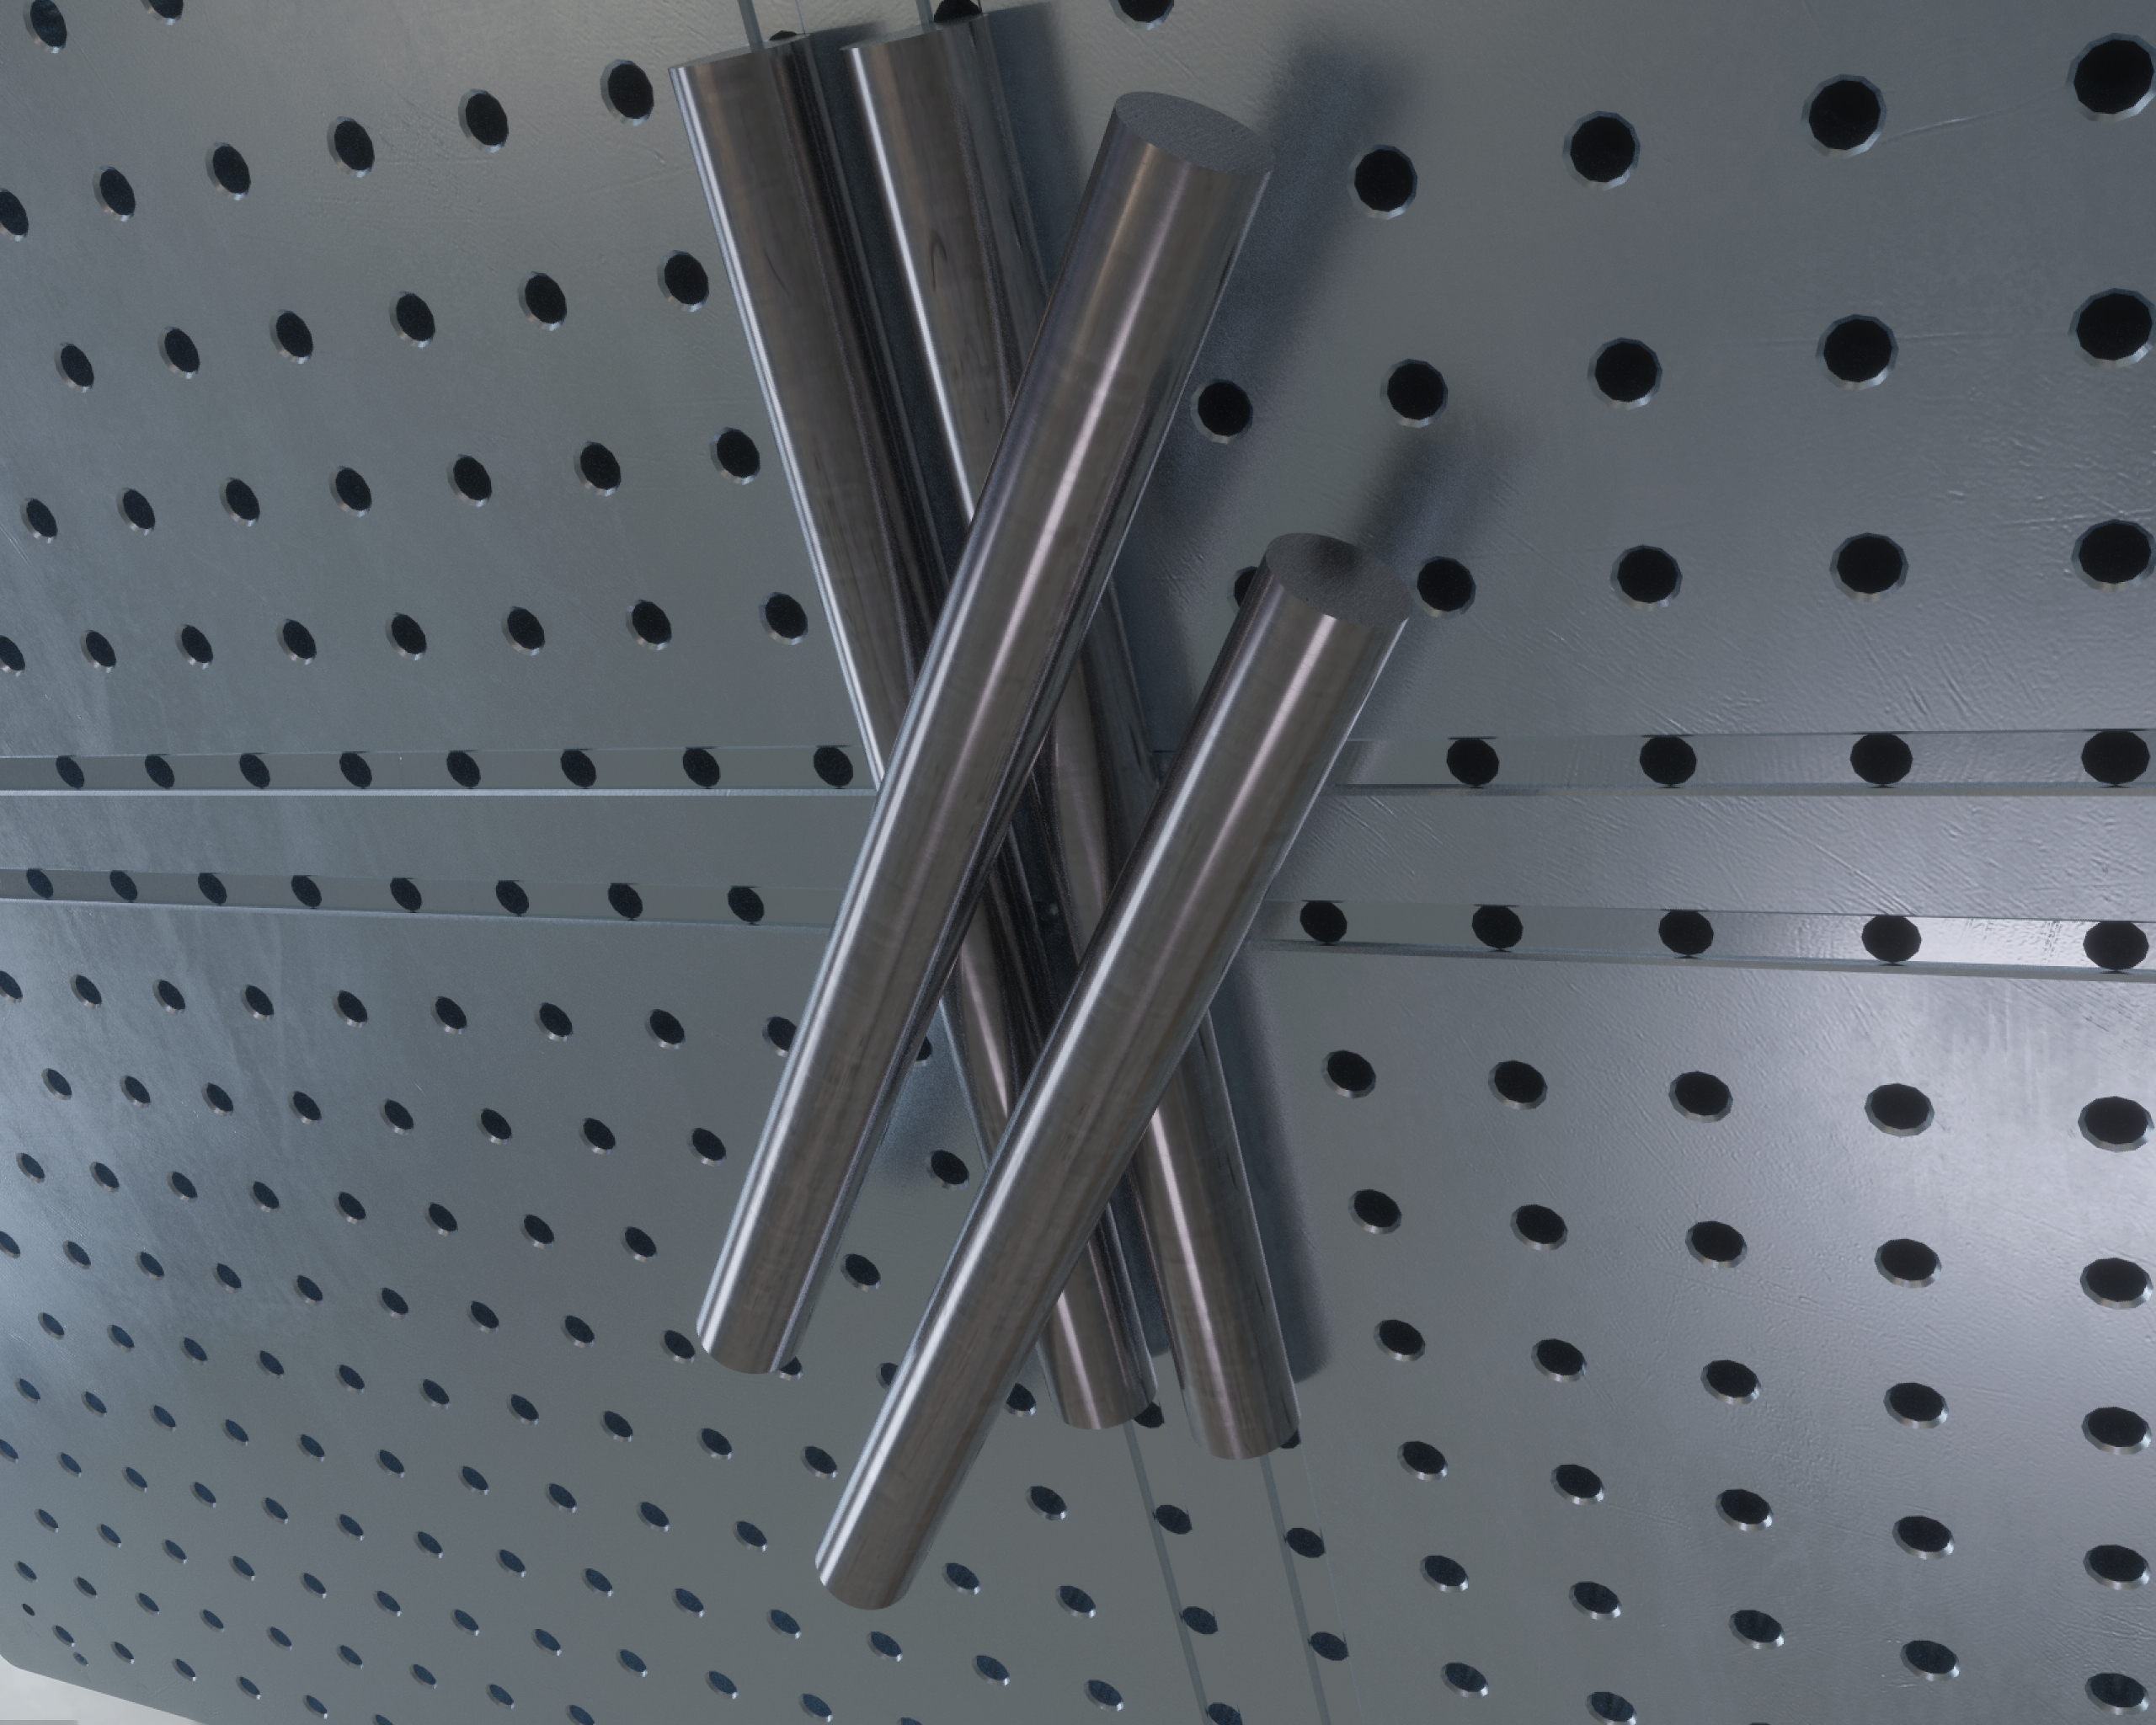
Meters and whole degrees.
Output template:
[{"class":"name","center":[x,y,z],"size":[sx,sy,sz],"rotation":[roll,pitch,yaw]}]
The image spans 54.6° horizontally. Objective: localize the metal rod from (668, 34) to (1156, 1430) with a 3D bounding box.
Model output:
[{"class":"metal rod","center":[-0.026,-0.008,0.421],"size":[0.025,0.025,0.298],"rotation":[1,119,28]}]

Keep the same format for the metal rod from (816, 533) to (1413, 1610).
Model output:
[{"class":"metal rod","center":[-0.005,0.063,0.421],"size":[0.025,0.025,0.298],"rotation":[30,128,9]}]

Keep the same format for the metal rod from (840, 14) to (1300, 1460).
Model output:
[{"class":"metal rod","center":[0.005,-0.005,0.406],"size":[0.025,0.025,0.298],"rotation":[1,119,28]}]

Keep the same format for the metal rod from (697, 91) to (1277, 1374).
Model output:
[{"class":"metal rod","center":[-0.030,0.001,0.397],"size":[0.025,0.025,0.298],"rotation":[30,128,9]}]
